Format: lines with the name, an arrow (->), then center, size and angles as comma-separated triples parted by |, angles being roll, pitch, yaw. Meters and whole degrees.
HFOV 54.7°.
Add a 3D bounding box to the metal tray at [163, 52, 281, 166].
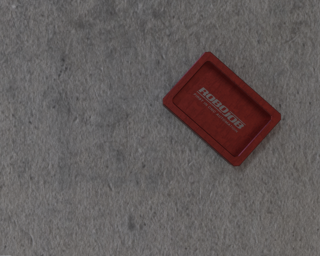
metal tray -> 0.079, -0.024, 0.408 | 0.130, 0.030, 0.090 | 42, 90, -1
